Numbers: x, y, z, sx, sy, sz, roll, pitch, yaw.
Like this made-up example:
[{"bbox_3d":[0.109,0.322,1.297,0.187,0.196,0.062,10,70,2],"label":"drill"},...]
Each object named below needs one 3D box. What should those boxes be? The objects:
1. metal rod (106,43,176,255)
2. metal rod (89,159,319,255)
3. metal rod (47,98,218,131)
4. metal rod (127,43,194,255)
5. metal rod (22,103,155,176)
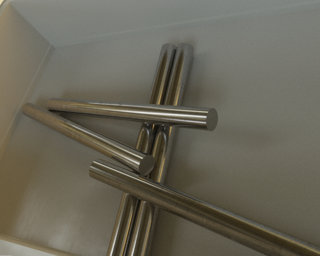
[{"bbox_3d":[-0.016,0.013,0.401,0.025,0.025,0.300,-1,61,27],"label":"metal rod"},{"bbox_3d":[0.051,0.087,0.301,0.300,0.025,0.025,17,70,28],"label":"metal rod"},{"bbox_3d":[-0.061,-0.023,0.423,0.300,0.025,0.025,7,65,38],"label":"metal rod"},{"bbox_3d":[0.006,0.015,0.388,0.025,0.025,0.300,-1,61,27],"label":"metal rod"},{"bbox_3d":[-0.123,0.005,0.447,0.300,0.025,0.025,19,72,40],"label":"metal rod"}]
